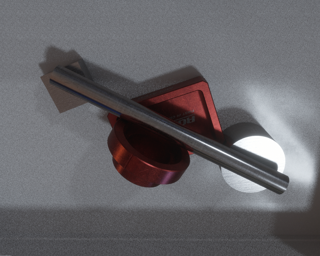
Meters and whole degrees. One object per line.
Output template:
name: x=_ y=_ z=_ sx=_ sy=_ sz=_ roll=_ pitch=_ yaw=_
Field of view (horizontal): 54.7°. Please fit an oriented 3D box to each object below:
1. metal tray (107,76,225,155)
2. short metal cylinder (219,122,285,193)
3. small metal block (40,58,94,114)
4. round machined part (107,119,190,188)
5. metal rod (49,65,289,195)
metal tray: x=0.009 y=-0.004 z=0.405 sx=0.131 sy=0.030 sz=0.090 roll=-18 pitch=109 yaw=6
short metal cylinder: x=0.117 y=0.038 z=0.412 sx=0.081 sy=0.050 sz=0.079 roll=0 pitch=110 yaw=-1
small metal block: x=-0.111 y=-0.053 z=0.388 sx=0.050 sy=0.025 sz=0.050 roll=-21 pitch=109 yaw=7
round machined part: x=-0.017 y=0.032 z=0.369 sx=0.098 sy=0.098 sz=0.042 roll=26 pitch=116 yaw=-10
metal rod: x=0.014 y=0.004 z=0.368 sx=0.301 sy=0.025 sz=0.025 roll=26 pitch=108 yaw=-3
